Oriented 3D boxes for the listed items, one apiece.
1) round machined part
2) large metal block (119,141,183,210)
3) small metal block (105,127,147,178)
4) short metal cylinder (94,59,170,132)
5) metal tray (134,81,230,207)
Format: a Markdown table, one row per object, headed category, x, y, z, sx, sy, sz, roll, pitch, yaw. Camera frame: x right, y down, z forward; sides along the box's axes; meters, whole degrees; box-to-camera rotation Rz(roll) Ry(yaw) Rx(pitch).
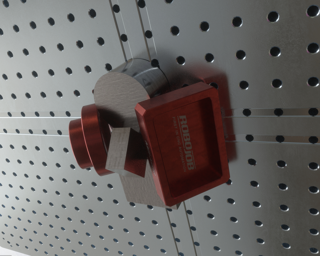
| category | x | y | z | sx | sy | sz | roll | pitch | yaw |
| --- | --- | --- | --- | --- | --- | --- | --- | --- | --- |
| round machined part | -0.091 | 0.018 | 0.418 | 0.042 | 0.098 | 0.097 | -14 | 116 | -2 |
| large metal block | -0.009 | 0.063 | 0.438 | 0.080 | 0.050 | 0.080 | 2 | 120 | 27 |
| small metal block | -0.038 | 0.031 | 0.380 | 0.025 | 0.050 | 0.050 | -2 | 160 | 26 |
| short metal cylinder | -0.034 | -0.040 | 0.387 | 0.080 | 0.050 | 0.079 | 13 | 124 | 21 |
| metal tray | 0.030 | 0.020 | 0.368 | 0.030 | 0.091 | 0.129 | -137 | 31 | -60 |
